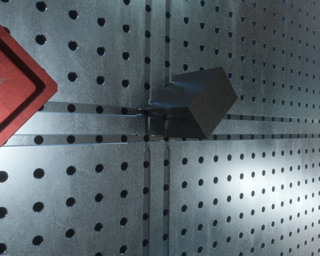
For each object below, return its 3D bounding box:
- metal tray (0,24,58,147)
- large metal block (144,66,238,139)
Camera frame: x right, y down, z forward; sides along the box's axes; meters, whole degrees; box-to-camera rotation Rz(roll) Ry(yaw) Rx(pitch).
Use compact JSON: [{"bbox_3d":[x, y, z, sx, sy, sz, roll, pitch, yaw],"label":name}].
[{"bbox_3d":[-0.166,-0.023,0.266,0.090,0.030,0.130,51,60,-28],"label":"metal tray"},{"bbox_3d":[0.041,-0.032,0.408,0.080,0.080,0.050,-49,119,-29],"label":"large metal block"}]
